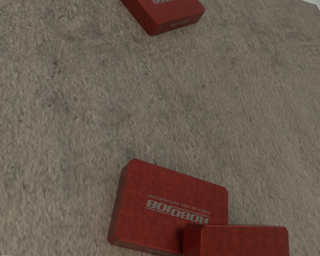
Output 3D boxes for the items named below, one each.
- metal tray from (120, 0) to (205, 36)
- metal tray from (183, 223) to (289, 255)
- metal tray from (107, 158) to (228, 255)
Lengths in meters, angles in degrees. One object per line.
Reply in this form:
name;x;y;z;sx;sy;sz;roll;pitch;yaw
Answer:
metal tray;0.007;-0.215;0.538;0.131;0.030;0.090;-30;79;-38
metal tray;0.085;0.150;0.331;0.131;0.030;0.090;12;73;-30
metal tray;0.015;0.097;0.351;0.131;0.030;0.090;20;54;-17
